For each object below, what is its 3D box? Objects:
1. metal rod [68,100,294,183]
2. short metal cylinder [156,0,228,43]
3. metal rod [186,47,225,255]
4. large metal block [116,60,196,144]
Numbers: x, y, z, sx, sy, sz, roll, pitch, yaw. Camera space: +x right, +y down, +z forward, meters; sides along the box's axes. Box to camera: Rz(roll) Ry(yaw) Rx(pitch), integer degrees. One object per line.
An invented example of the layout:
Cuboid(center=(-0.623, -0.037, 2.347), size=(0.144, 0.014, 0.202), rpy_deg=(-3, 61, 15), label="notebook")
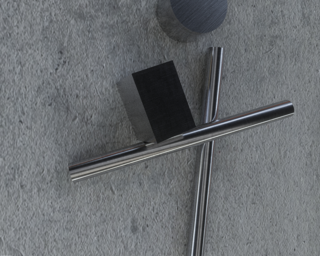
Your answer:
Cuboid(center=(0.036, 0.013, 0.400), size=(0.302, 0.025, 0.025), rpy_deg=(-16, 96, -11), label="metal rod")
Cuboid(center=(0.041, -0.159, 0.411), size=(0.081, 0.050, 0.080), rpy_deg=(0, 90, -20), label="short metal cylinder")
Cuboid(center=(0.063, 0.037, 0.432), size=(0.025, 0.025, 0.298), rpy_deg=(7, 88, -20), label="metal rod")
Cuboid(center=(-0.008, -0.029, 0.377), size=(0.050, 0.080, 0.080), rpy_deg=(-23, 98, -19), label="large metal block")
